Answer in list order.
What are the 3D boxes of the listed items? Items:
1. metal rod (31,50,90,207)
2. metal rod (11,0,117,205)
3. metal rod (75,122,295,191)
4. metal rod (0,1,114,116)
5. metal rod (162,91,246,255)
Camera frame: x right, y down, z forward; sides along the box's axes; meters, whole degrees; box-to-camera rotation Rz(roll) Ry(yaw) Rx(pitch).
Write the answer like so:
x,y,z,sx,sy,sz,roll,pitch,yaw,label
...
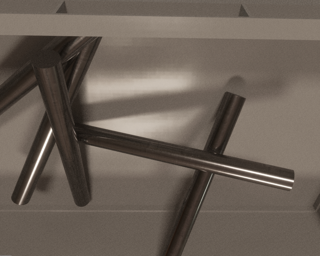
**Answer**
x,y,z,sx,sy,sz,roll,pitch,yaw,label
-0.114,0.029,0.390,0.025,0.025,0.298,4,143,-4,metal rod
-0.125,-0.013,0.369,0.025,0.025,0.298,23,119,-19,metal rod
0.005,0.030,0.382,0.301,0.025,0.025,12,131,10,metal rod
-0.167,-0.042,0.349,0.300,0.025,0.025,-28,126,29,metal rod
0.044,0.097,0.411,0.025,0.025,0.298,17,103,-14,metal rod
